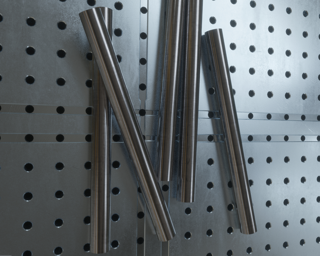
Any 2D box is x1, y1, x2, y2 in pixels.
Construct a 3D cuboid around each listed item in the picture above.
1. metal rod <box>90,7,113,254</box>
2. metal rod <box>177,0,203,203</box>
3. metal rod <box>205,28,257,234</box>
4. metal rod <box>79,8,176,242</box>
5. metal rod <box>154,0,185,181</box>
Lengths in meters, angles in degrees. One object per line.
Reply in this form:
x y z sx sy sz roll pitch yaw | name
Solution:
-0.073 0.002 0.386 0.025 0.025 0.298 1 90 -20 | metal rod
0.042 -0.049 0.429 0.025 0.025 0.298 3 89 -20 | metal rod
0.104 0.008 0.452 0.025 0.025 0.298 -13 94 -20 | metal rod
-0.035 0.007 0.382 0.025 0.025 0.298 -22 104 -19 | metal rod
0.015 -0.079 0.419 0.025 0.025 0.298 5 88 -20 | metal rod
